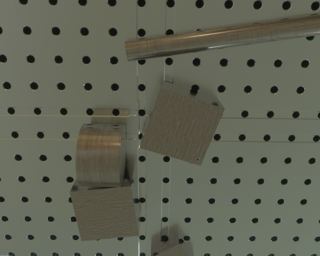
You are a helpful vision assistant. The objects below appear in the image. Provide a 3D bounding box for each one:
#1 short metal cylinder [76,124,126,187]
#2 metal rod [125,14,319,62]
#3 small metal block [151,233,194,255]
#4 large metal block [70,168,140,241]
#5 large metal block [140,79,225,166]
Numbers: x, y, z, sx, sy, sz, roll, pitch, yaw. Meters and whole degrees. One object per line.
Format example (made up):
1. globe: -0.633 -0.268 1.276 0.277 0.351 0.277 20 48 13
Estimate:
1. short metal cylinder: -0.072 0.035 0.396 0.050 0.080 0.079 2 110 -1
2. metal rod: 0.109 -0.113 0.373 0.302 0.025 0.025 -7 110 2
3. small metal block: 0.020 0.202 0.488 0.050 0.025 0.050 -30 108 10
4. large metal block: -0.073 0.108 0.439 0.080 0.050 0.079 -6 110 1
5. large metal block: 0.026 -0.008 0.398 0.080 0.050 0.079 17 109 -7
